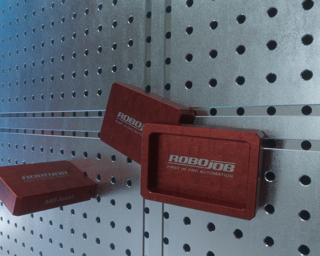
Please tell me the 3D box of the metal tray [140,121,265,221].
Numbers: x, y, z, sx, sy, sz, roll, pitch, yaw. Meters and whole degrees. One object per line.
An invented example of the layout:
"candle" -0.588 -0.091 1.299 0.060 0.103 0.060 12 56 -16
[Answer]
"metal tray" 0.043 0.042 0.344 0.130 0.030 0.089 5 97 25

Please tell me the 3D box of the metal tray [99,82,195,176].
"metal tray" -0.023 -0.002 0.423 0.130 0.030 0.089 26 106 36

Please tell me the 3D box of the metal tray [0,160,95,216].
"metal tray" -0.181 0.089 0.488 0.090 0.131 0.030 28 108 36
